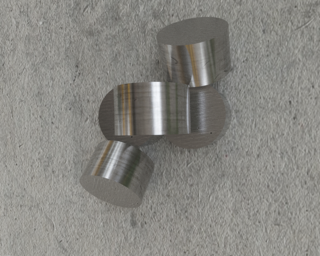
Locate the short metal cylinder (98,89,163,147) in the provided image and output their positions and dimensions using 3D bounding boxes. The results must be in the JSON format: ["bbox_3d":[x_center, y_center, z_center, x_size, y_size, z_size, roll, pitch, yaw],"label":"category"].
[{"bbox_3d":[-0.032,-0.015,0.407,0.080,0.050,0.079,0,90,19],"label":"short metal cylinder"}]

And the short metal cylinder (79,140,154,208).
[{"bbox_3d":[-0.053,0.060,0.391,0.080,0.080,0.050,8,54,19],"label":"short metal cylinder"}]

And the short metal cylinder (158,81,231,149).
[{"bbox_3d":[0.044,-0.015,0.380,0.080,0.050,0.079,0,90,19],"label":"short metal cylinder"}]

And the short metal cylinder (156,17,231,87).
[{"bbox_3d":[0.040,-0.089,0.359,0.080,0.080,0.050,1,129,19],"label":"short metal cylinder"}]

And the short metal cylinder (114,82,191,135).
[{"bbox_3d":[-0.008,-0.018,0.330,0.080,0.080,0.050,-1,90,19],"label":"short metal cylinder"}]
